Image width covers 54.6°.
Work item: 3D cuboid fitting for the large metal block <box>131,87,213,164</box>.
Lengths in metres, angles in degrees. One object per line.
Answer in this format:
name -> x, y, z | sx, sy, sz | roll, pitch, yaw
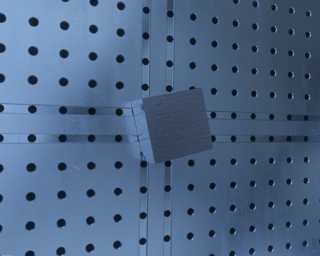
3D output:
large metal block -> 0.015, -0.004, 0.404 | 0.081, 0.050, 0.080 | -13, 95, -20
